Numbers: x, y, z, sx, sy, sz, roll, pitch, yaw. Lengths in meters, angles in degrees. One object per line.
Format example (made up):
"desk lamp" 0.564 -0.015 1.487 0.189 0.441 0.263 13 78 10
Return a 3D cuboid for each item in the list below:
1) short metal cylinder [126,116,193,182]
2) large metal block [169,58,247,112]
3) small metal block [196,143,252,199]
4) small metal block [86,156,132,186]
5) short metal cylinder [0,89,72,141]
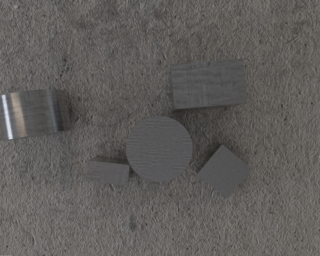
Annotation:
"short metal cylinder" -0.001 0.025 0.398 0.081 0.050 0.080 0 90 -1
"large metal block" 0.054 -0.049 0.383 0.080 0.080 0.050 -5 90 0
"small metal block" 0.083 0.056 0.411 0.050 0.025 0.050 40 90 0
"small metal block" -0.063 0.054 0.397 0.050 0.050 0.025 6 91 0
"short metal cylinder" -0.154 -0.015 0.381 0.080 0.080 0.050 -10 90 0
